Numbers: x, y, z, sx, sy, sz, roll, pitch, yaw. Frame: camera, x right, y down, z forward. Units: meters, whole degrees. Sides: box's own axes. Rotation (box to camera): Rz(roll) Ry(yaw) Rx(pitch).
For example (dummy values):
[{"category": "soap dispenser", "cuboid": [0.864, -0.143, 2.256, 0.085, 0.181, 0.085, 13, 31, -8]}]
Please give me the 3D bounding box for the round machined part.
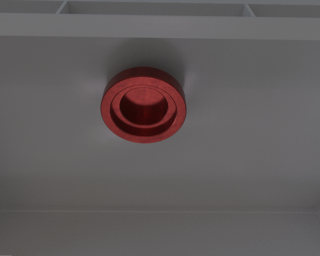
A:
[{"category": "round machined part", "cuboid": [-0.019, -0.031, 0.371, 0.099, 0.042, 0.097, 0, 130, 0]}]
